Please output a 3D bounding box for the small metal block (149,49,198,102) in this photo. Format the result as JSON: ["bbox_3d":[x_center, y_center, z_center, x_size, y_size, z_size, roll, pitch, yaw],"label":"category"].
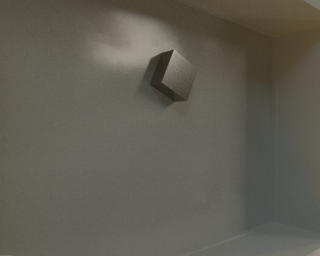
[{"bbox_3d":[0.020,-0.070,0.422,0.050,0.025,0.050,31,71,-36],"label":"small metal block"}]
